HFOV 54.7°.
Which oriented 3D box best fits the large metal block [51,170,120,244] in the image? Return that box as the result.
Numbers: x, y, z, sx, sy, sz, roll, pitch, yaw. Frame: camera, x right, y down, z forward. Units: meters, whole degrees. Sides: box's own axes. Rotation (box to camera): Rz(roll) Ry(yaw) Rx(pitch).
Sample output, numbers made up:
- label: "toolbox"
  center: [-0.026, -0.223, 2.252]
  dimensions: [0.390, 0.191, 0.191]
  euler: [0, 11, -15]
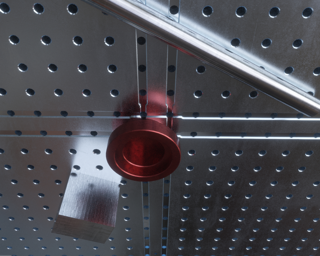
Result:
- label: "large metal block"
  center: [-0.112, 0.122, 0.478]
  dimensions: [0.080, 0.080, 0.050]
  euler: [19, 128, -16]

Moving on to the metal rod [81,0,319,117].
- label: "metal rod"
  center: [0.062, -0.080, 0.344]
  dimensions: [0.302, 0.025, 0.025]
  euler: [22, 127, -18]

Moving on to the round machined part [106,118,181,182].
- label: "round machined part"
  center: [-0.021, 0.026, 0.422]
  dimensions: [0.099, 0.042, 0.097]
  euler: [0, 130, 0]
